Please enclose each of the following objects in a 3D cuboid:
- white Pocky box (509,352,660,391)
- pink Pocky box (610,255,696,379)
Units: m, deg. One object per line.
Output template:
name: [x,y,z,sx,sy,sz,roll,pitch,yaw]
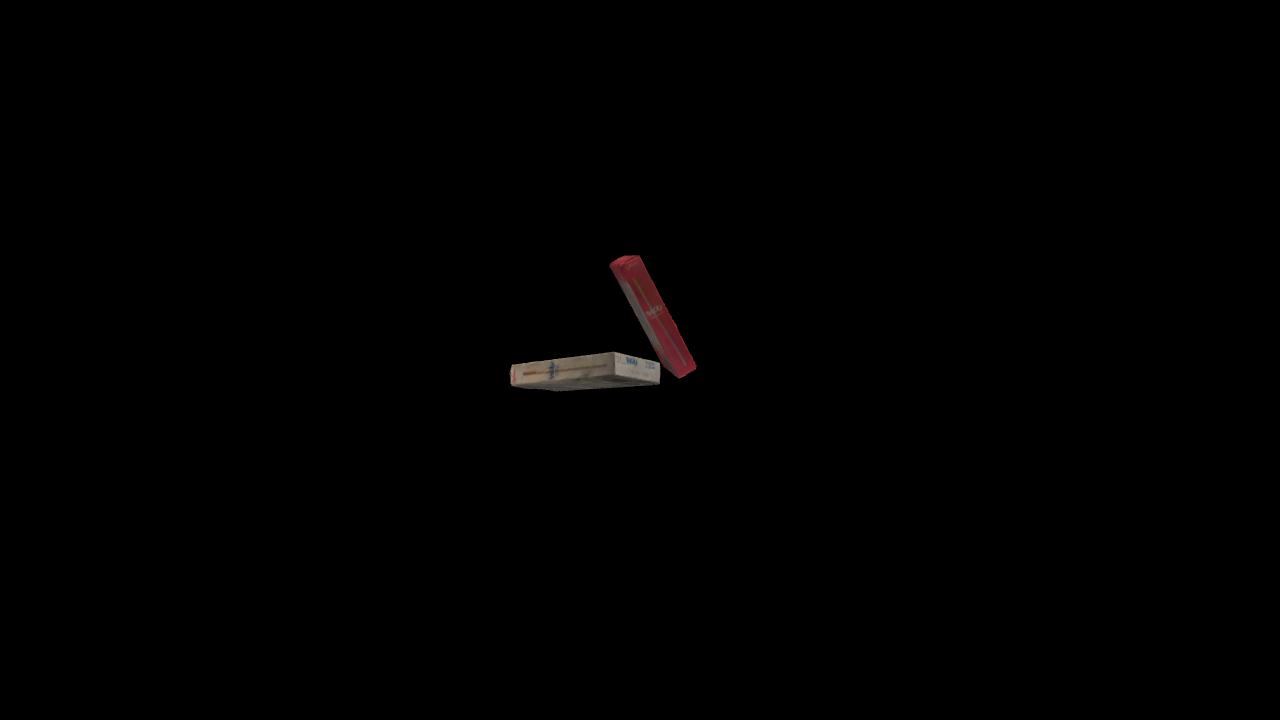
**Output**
white Pocky box: [-0.062,0.016,0.688,0.154,0.028,0.084,-6,-10,36]
pink Pocky box: [0.015,-0.055,0.753,0.029,0.155,0.084,-30,13,-5]
